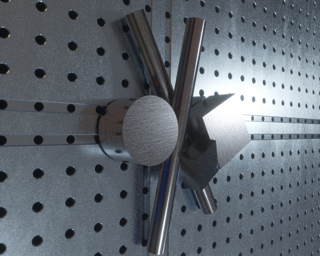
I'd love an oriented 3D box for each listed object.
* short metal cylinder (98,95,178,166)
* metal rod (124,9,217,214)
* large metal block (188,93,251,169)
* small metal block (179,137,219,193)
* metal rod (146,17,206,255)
[{"bbox_3d":[-0.025,0.003,0.368,0.081,0.050,0.079,0,90,-41],"label":"short metal cylinder"},{"bbox_3d":[0.021,-0.009,0.422,0.025,0.025,0.299,-35,112,-34],"label":"metal rod"},{"bbox_3d":[0.081,0.003,0.455,0.081,0.050,0.080,-34,111,-35],"label":"large metal block"},{"bbox_3d":[0.053,0.047,0.408,0.050,0.025,0.050,-39,129,-42],"label":"small metal block"},{"bbox_3d":[0.020,0.011,0.396,0.025,0.025,0.298,8,93,-40],"label":"metal rod"}]
